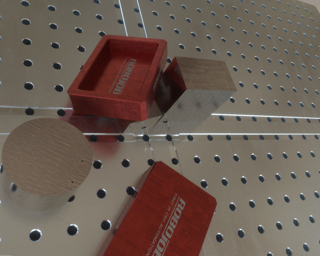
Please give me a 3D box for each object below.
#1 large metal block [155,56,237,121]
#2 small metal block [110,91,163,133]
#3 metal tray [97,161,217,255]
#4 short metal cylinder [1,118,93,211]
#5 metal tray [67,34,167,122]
[{"bbox_3d":[0.044,-0.051,0.429,0.081,0.080,0.050,-2,63,-30],"label":"large metal block"},{"bbox_3d":[-0.033,-0.026,0.408,0.050,0.025,0.050,-16,70,-35],"label":"small metal block"},{"bbox_3d":[0.002,0.111,0.339,0.090,0.030,0.130,35,51,-5],"label":"metal tray"},{"bbox_3d":[-0.114,0.037,0.309,0.081,0.050,0.080,14,56,-21],"label":"short metal cylinder"},{"bbox_3d":[-0.047,-0.068,0.389,0.090,0.030,0.130,8,47,9],"label":"metal tray"}]
